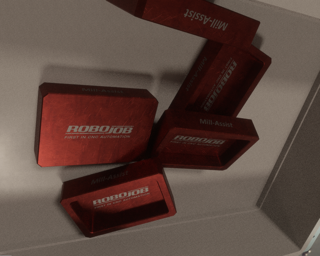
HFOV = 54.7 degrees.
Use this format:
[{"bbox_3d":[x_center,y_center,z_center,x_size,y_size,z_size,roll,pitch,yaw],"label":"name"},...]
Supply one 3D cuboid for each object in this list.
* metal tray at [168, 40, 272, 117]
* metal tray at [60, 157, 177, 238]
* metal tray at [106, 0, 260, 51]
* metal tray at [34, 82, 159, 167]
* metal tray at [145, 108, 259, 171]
[{"bbox_3d":[0.080,-0.056,0.416,0.091,0.030,0.129,19,108,-36],"label":"metal tray"},{"bbox_3d":[-0.051,0.094,0.410,0.131,0.030,0.090,-16,129,2],"label":"metal tray"},{"bbox_3d":[0.022,-0.116,0.308,0.131,0.090,0.030,6,116,-31],"label":"metal tray"},{"bbox_3d":[-0.074,-0.002,0.365,0.131,0.030,0.089,0,119,-29],"label":"metal tray"},{"bbox_3d":[0.053,0.020,0.414,0.131,0.030,0.089,6,142,-24],"label":"metal tray"}]
